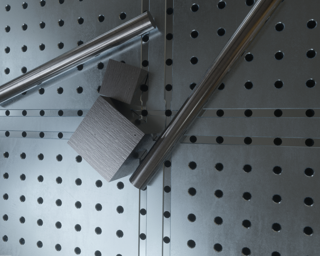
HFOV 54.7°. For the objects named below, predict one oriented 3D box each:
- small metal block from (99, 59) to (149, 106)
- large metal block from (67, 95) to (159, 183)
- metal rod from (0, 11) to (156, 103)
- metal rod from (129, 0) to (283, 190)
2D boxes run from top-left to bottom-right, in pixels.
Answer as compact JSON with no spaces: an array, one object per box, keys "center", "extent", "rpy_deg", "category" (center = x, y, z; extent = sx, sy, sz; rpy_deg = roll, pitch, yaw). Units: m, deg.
[{"center":[-0.050,-0.063,0.429],"extent":[0.050,0.025,0.050],"rpy_deg":[20,97,18],"category":"small metal block"},{"center":[-0.063,0.014,0.421],"extent":[0.080,0.050,0.080],"rpy_deg":[40,102,15],"category":"large metal block"},{"center":[-0.145,-0.096,0.462],"extent":[0.300,0.025,0.025],"rpy_deg":[-20,84,18],"category":"metal rod"},{"center":[0.053,-0.043,0.393],"extent":[0.025,0.025,0.299],"rpy_deg":[39,102,15],"category":"metal rod"}]
